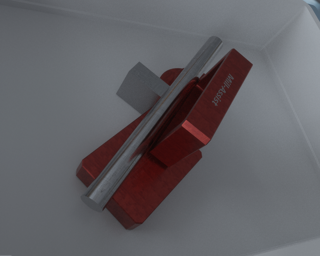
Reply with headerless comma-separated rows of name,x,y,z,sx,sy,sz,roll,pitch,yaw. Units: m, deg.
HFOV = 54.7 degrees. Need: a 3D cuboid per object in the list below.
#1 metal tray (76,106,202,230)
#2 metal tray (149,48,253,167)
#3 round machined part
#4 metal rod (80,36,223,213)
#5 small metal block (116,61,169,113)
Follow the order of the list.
metal tray,-0.019,0.041,0.366,0.090,0.030,0.131,46,51,4
metal tray,0.047,-0.023,0.354,0.030,0.090,0.130,39,57,-6
round machined part,0.043,-0.048,0.446,0.099,0.042,0.098,14,56,-21
metal rod,0.009,-0.027,0.377,0.025,0.025,0.301,39,55,-3
small metal block,-0.023,-0.050,0.407,0.050,0.050,0.025,39,51,-3
